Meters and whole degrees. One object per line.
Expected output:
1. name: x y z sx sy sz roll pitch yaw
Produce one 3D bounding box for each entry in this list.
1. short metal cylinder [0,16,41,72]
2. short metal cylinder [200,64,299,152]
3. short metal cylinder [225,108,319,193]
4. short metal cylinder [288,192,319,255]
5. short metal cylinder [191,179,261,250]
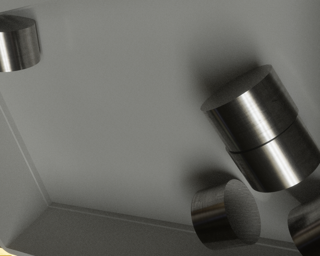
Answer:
1. short metal cylinder: -0.204 -0.113 0.408 0.080 0.080 0.050 16 125 18
2. short metal cylinder: 0.089 -0.020 0.313 0.080 0.080 0.050 -27 104 37
3. short metal cylinder: 0.117 0.022 0.324 0.080 0.080 0.050 -27 104 37
4. short metal cylinder: 0.192 0.113 0.342 0.080 0.080 0.050 38 129 2
5. short metal cylinder: 0.085 0.111 0.396 0.050 0.080 0.080 -28 103 37
